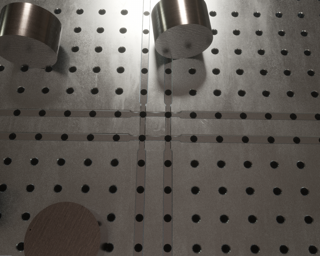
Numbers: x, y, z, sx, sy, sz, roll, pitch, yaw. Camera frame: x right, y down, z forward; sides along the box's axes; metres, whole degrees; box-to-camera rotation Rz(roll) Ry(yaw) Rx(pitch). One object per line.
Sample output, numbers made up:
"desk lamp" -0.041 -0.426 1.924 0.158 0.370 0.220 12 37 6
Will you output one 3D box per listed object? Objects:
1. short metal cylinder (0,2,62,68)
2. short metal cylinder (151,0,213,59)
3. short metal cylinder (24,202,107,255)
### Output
"short metal cylinder" -0.180 -0.125 0.426 0.081 0.080 0.050 2 70 0
"short metal cylinder" 0.030 -0.140 0.434 0.081 0.080 0.050 -6 70 -3
"short metal cylinder" -0.103 0.127 0.351 0.081 0.050 0.080 0 70 0
